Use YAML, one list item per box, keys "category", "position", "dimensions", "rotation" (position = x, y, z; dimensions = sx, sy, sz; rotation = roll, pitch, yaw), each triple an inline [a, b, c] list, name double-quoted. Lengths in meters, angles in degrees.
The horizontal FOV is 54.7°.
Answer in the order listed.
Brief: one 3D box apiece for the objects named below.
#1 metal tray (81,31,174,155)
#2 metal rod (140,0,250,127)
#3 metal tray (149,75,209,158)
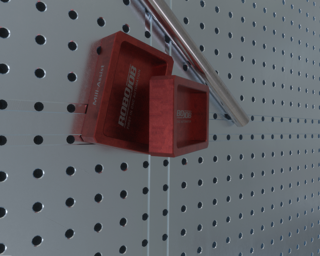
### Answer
- category: "metal tray"
  position: [-0.035, -0.038, 0.376]
  dimensions: [0.091, 0.030, 0.129]
  rotation: [17, 79, -39]
- category: "metal rod"
  position: [0.050, -0.103, 0.451]
  dimensions: [0.300, 0.025, 0.025]
  rotation: [46, 63, -31]
- category: "metal tray"
  position: [0.029, -0.015, 0.395]
  dimensions: [0.131, 0.030, 0.089]
  rotation: [-3, 94, -64]
